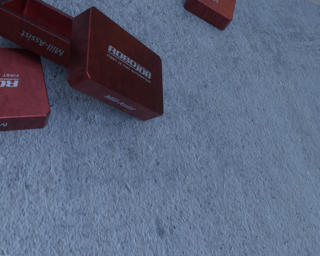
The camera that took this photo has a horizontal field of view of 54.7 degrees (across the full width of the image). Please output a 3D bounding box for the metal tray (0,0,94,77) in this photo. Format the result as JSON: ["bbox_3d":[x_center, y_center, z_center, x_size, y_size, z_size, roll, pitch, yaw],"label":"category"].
[{"bbox_3d":[-0.127,-0.115,0.379,0.131,0.030,0.090,26,28,-12],"label":"metal tray"}]

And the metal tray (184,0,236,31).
[{"bbox_3d":[0.105,-0.261,0.616,0.090,0.030,0.130,27,52,-12],"label":"metal tray"}]

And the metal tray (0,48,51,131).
[{"bbox_3d":[-0.190,-0.041,0.323,0.131,0.030,0.090,-5,64,-30],"label":"metal tray"}]

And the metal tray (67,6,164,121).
[{"bbox_3d":[-0.046,-0.070,0.372,0.131,0.030,0.090,25,56,-50],"label":"metal tray"}]
